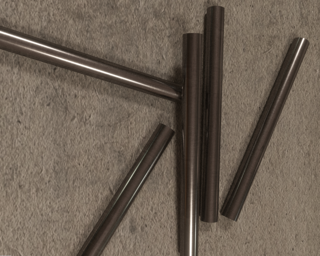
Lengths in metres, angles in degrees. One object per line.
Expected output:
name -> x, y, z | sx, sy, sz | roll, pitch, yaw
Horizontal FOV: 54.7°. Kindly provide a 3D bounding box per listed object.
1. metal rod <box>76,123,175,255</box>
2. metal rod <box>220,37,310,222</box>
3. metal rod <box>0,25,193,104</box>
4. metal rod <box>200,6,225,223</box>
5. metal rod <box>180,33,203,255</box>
metal rod -> -0.068, 0.125, 0.384 | 0.025, 0.025, 0.300 | 35, 78, -17
metal rod -> 0.162, -0.004, 0.470 | 0.025, 0.025, 0.299 | 28, 81, -18
metal rod -> -0.086, -0.076, 0.377 | 0.302, 0.025, 0.025 | 15, 85, -20
metal rod -> 0.074, -0.019, 0.437 | 0.025, 0.025, 0.298 | 2, 89, -20
metal rod -> 0.040, 0.031, 0.406 | 0.025, 0.025, 0.298 | -3, 98, -20
